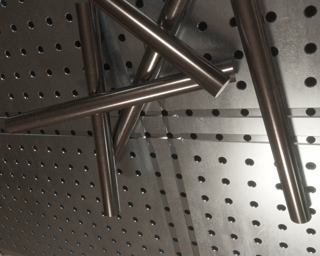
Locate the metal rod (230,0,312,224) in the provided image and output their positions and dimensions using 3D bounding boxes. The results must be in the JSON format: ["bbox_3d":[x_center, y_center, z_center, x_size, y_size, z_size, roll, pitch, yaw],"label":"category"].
[{"bbox_3d":[0.122,-0.019,0.334,0.025,0.025,0.299,-9,114,32],"label":"metal rod"}]

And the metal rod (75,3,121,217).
[{"bbox_3d":[-0.080,-0.010,0.420,0.025,0.025,0.298,7,114,24],"label":"metal rod"}]

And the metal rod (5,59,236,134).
[{"bbox_3d":[-0.061,-0.033,0.377,0.301,0.025,0.025,-12,113,17],"label":"metal rod"}]

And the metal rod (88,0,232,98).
[{"bbox_3d":[-0.052,-0.133,0.330,0.300,0.025,0.025,39,129,10],"label":"metal rod"}]

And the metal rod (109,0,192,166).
[{"bbox_3d":[-0.027,-0.044,0.396,0.025,0.025,0.298,33,129,6],"label":"metal rod"}]
